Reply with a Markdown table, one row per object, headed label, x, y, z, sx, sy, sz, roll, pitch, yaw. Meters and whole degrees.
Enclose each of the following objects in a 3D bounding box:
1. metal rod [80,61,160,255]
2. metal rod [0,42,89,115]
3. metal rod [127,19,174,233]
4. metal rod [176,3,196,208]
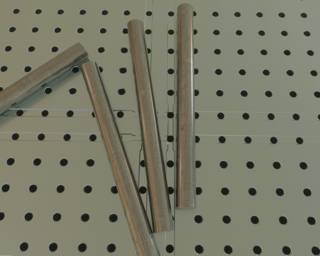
| label | x | y | z | sx | sy | sz | roll | pitch | yaw |
| --- | --- | --- | --- | --- | --- | --- | --- | --- | --- |
| metal rod | -0.051 | 0.045 | 0.395 | 0.025 | 0.025 | 0.299 | -18 | 71 | -7 |
| metal rod | -0.229 | -0.026 | 0.419 | 0.301 | 0.025 | 0.025 | -37 | 74 | -13 |
| metal rod | -0.016 | -0.017 | 0.417 | 0.025 | 0.025 | 0.299 | -8 | 70 | -3 |
| metal rod | 0.035 | -0.043 | 0.427 | 0.025 | 0.025 | 0.299 | 1 | 70 | 0 |
